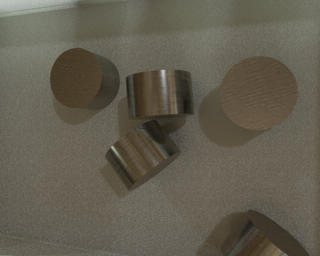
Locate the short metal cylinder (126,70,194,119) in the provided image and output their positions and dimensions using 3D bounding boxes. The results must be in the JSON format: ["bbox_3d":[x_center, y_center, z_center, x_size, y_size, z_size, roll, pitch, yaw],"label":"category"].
[{"bbox_3d":[0.000,-0.038,0.381,0.080,0.080,0.050,-5,89,20],"label":"short metal cylinder"}]

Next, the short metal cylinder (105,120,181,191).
[{"bbox_3d":[-0.021,0.035,0.389,0.080,0.080,0.050,-41,77,15],"label":"short metal cylinder"}]

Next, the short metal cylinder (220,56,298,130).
[{"bbox_3d":[0.113,-0.038,0.357,0.080,0.050,0.080,0,90,20],"label":"short metal cylinder"}]

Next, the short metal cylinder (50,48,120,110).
[{"bbox_3d":[-0.104,-0.066,0.434,0.080,0.050,0.080,0,90,20],"label":"short metal cylinder"}]

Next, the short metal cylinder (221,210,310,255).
[{"bbox_3d":[0.115,0.137,0.340,0.080,0.080,0.050,37,102,16],"label":"short metal cylinder"}]
